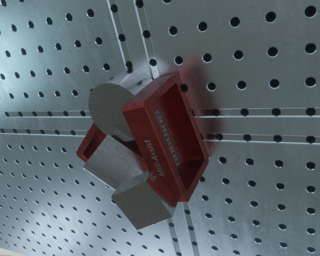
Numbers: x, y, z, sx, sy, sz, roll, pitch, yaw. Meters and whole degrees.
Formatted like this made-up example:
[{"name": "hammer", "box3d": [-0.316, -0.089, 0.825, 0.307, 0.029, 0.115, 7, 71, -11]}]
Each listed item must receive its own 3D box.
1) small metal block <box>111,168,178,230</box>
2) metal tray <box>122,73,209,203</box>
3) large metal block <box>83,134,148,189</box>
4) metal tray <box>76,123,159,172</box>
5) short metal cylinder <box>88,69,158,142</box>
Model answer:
[{"name": "small metal block", "box3d": [-0.017, 0.081, 0.347, 0.050, 0.025, 0.050, -29, 104, 26]}, {"name": "metal tray", "box3d": [0.013, 0.012, 0.368, 0.030, 0.090, 0.129, -9, 114, 32]}, {"name": "large metal block", "box3d": [-0.049, 0.060, 0.416, 0.080, 0.050, 0.080, 34, 164, 5]}, {"name": "metal tray", "box3d": [-0.054, 0.048, 0.463, 0.130, 0.030, 0.089, 40, 129, 0]}, {"name": "short metal cylinder", "box3d": [-0.044, -0.029, 0.398, 0.080, 0.050, 0.079, 13, 124, 20]}]
